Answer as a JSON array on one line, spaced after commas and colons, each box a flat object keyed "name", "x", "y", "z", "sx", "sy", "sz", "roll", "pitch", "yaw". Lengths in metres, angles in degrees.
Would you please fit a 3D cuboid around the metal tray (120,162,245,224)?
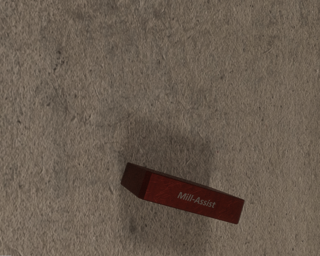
[{"name": "metal tray", "x": 0.025, "y": 0.079, "z": 0.385, "sx": 0.131, "sy": 0.090, "sz": 0.030, "roll": 20, "pitch": 84, "yaw": -19}]
